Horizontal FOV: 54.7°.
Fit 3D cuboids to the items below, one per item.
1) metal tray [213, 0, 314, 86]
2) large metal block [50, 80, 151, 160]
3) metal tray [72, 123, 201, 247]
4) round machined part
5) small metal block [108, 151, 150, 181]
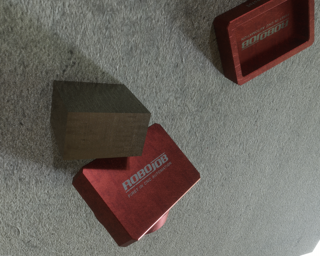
[{"bbox_3d":[0.139,-0.124,0.402,0.131,0.030,0.090,-30,129,-10],"label":"metal tray"},{"bbox_3d":[-0.066,-0.011,0.328,0.081,0.080,0.050,0,118,-28],"label":"large metal block"},{"bbox_3d":[-0.021,0.058,0.355,0.131,0.090,0.030,-33,172,-46],"label":"metal tray"},{"bbox_3d":[-0.034,0.084,0.393,0.099,0.098,0.042,-3,121,-27],"label":"round machined part"},{"bbox_3d":[-0.043,0.040,0.390,0.050,0.050,0.025,-6,131,-26],"label":"small metal block"}]
